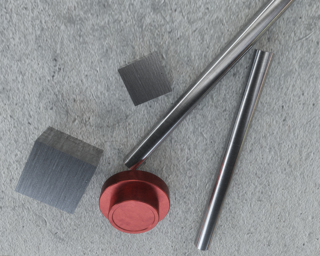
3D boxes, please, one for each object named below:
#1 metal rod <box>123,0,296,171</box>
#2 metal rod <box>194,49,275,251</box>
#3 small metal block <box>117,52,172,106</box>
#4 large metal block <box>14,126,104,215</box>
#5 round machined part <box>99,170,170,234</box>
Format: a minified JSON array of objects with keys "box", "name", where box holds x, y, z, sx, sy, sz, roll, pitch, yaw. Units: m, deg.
[{"box":[0.056,-0.056,0.389,0.025,0.025,0.299,39,105,-13],"name":"metal rod"},{"box":[0.096,0.043,0.427,0.025,0.025,0.298,11,110,-5],"name":"metal rod"},{"box":[-0.018,-0.062,0.387,0.050,0.025,0.050,-22,109,7],"name":"small metal block"},{"box":[-0.133,0.056,0.415,0.080,0.050,0.080,26,108,-10],"name":"large metal block"},{"box":[-0.035,0.108,0.428,0.099,0.042,0.097,-1,124,-1],"name":"round machined part"}]
